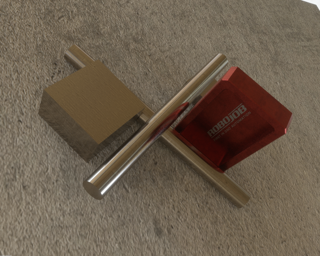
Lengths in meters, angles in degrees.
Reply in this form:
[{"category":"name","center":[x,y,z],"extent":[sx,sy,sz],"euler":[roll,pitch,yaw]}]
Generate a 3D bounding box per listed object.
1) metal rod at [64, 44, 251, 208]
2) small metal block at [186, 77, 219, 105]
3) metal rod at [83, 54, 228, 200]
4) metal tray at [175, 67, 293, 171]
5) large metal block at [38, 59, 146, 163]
[{"category":"metal rod","center":[-0.003,-0.002,0.407],"extent":[0.300,0.025,0.025],"euler":[41,51,-1]},{"category":"small metal block","center":[0.066,-0.058,0.478],"extent":[0.050,0.025,0.050],"euler":[46,51,3]},{"category":"metal rod","center":[0.015,-0.023,0.397],"extent":[0.025,0.025,0.301],"euler":[43,51,1]},{"category":"metal tray","center":[0.083,-0.004,0.386],"extent":[0.090,0.129,0.030],"euler":[40,51,-1]},{"category":"large metal block","center":[-0.078,-0.021,0.359],"extent":[0.080,0.050,0.080],"euler":[45,51,3]}]
